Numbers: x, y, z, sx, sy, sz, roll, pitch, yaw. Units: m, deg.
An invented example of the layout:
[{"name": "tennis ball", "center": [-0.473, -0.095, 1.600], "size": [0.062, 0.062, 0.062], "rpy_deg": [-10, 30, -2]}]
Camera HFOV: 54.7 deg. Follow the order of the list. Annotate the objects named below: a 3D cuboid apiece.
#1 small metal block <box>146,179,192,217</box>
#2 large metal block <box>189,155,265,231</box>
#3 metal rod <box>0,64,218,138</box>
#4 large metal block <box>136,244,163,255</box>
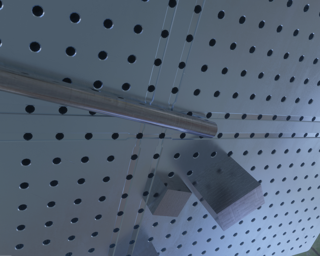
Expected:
[{"name": "small metal block", "center": [0.015, 0.112, 0.491], "size": [0.050, 0.025, 0.050], "rpy_deg": [17, 110, -35]}, {"name": "large metal block", "center": [0.108, 0.103, 0.501], "size": [0.080, 0.080, 0.050], "rpy_deg": [-31, 129, -9]}, {"name": "metal rod", "center": [-0.046, -0.024, 0.371], "size": [0.302, 0.025, 0.025], "rpy_deg": [13, 112, -34]}, {"name": "large metal block", "center": [-0.020, 0.268, 0.552], "size": [0.080, 0.050, 0.080], "rpy_deg": [-34, 129, -6]}]
